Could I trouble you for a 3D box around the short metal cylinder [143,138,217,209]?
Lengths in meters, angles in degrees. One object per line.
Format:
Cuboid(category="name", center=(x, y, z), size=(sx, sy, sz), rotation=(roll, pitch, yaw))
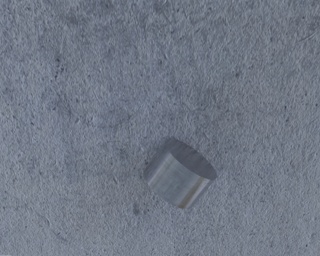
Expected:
Cuboid(category="short metal cylinder", center=(0.026, 0.058, 0.402), size=(0.080, 0.080, 0.050), rotation=(31, 107, -11))
